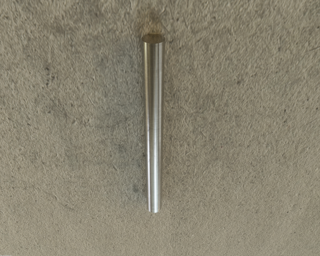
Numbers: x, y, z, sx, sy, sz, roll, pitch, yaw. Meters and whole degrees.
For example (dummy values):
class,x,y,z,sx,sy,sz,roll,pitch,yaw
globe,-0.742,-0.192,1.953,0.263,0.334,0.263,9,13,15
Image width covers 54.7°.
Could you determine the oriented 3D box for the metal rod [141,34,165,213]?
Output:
class,x,y,z,sx,sy,sz,roll,pitch,yaw
metal rod,-0.008,0.019,0.424,0.025,0.025,0.298,0,130,-1
